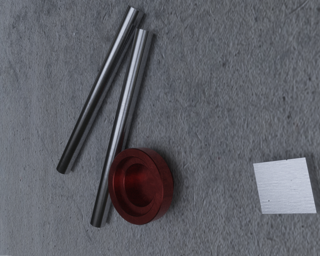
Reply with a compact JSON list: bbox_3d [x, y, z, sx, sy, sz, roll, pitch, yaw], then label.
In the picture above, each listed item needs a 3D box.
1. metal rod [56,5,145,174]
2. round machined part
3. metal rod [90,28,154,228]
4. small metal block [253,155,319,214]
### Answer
[{"bbox_3d":[-0.101,-0.046,0.488,0.025,0.025,0.298,44,116,31],"label":"metal rod"},{"bbox_3d":[-0.021,0.074,0.411,0.098,0.042,0.097,0,90,40],"label":"round machined part"},{"bbox_3d":[-0.059,0.008,0.453,0.025,0.025,0.298,25,105,37],"label":"metal rod"},{"bbox_3d":[0.124,0.056,0.302,0.050,0.025,0.050,-14,81,39],"label":"small metal block"}]
